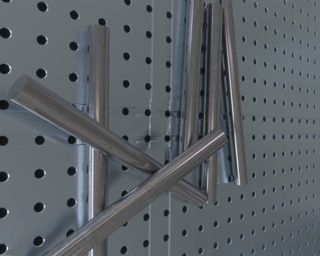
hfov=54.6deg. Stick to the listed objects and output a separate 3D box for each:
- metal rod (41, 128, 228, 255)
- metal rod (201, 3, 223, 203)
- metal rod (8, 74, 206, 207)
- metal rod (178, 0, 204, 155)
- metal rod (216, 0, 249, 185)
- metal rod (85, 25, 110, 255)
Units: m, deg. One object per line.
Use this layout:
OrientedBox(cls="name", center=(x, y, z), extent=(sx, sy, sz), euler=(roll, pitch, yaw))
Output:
OrientedBox(cls="metal rod", center=(-0.038, 0.087, 0.337), extent=(0.302, 0.025, 0.025), euler=(-34, 111, -24))
OrientedBox(cls="metal rod", center=(0.079, -0.038, 0.473), extent=(0.025, 0.025, 0.298), euler=(3, 88, -40))
OrientedBox(cls="metal rod", center=(-0.030, 0.035, 0.356), extent=(0.301, 0.025, 0.025), euler=(38, 66, -42))
OrientedBox(cls="metal rod", center=(0.046, -0.095, 0.446), extent=(0.025, 0.025, 0.299), euler=(6, 86, -40))
OrientedBox(cls="metal rod", center=(0.119, -0.055, 0.507), extent=(0.025, 0.025, 0.298), euler=(-11, 97, -39))
OrientedBox(cls="metal rod", center=(-0.071, 0.037, 0.349), extent=(0.025, 0.025, 0.298), euler=(1, 90, -40))
